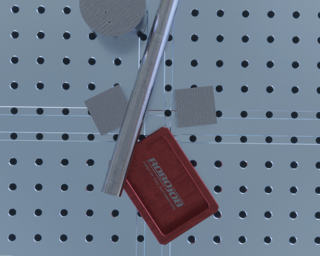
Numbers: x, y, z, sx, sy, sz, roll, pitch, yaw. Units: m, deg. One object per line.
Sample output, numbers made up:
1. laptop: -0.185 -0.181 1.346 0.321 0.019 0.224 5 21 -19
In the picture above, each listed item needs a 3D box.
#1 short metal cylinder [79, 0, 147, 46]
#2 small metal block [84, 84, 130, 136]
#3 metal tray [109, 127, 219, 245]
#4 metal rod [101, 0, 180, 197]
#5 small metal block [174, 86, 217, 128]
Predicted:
1. short metal cylinder: -0.058 -0.151 0.400 0.081 0.050 0.079 0 90 -1
2. small metal block: -0.065 -0.023 0.413 0.050 0.025 0.050 -26 90 -1
3. metal tray: 0.005 0.074 0.410 0.090 0.030 0.130 -33 90 -1
4. metal rod: -0.018 -0.063 0.394 0.025 0.025 0.299 16 82 -1
5. small metal block: 0.046 -0.028 0.414 0.050 0.025 0.050 -6 90 -1
